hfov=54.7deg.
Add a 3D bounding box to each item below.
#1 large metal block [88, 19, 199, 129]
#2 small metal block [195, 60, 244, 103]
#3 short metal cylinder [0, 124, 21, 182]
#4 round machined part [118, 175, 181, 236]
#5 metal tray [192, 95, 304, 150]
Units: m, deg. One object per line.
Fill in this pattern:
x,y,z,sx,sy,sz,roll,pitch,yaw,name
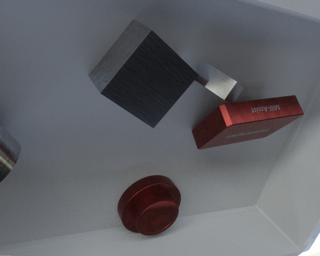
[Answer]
-0.018,-0.059,0.347,0.080,0.050,0.080,-50,129,7,large metal block
0.073,-0.056,0.387,0.025,0.050,0.050,-56,159,12,small metal block
-0.182,0.023,0.288,0.080,0.080,0.050,-33,129,-7,short metal cylinder
-0.011,0.123,0.470,0.099,0.042,0.097,-14,125,-21,round machined part
0.122,-0.007,0.438,0.131,0.030,0.090,-8,160,-25,metal tray
